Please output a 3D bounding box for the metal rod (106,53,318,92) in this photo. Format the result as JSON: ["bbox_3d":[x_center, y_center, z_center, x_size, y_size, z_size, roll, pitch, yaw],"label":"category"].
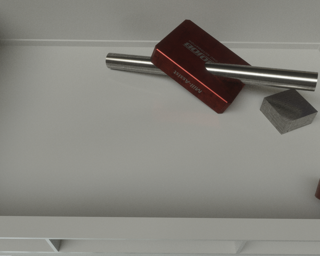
[{"bbox_3d":[0.060,-0.083,0.445,0.301,0.025,0.025,10,50,19],"label":"metal rod"}]

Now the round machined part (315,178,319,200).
[{"bbox_3d":[0.204,0.084,0.302,0.098,0.098,0.042,16,91,13],"label":"round machined part"}]

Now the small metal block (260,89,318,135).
[{"bbox_3d":[0.176,-0.024,0.428,0.050,0.025,0.050,-18,53,-15],"label":"small metal block"}]

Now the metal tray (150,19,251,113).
[{"bbox_3d":[0.063,-0.092,0.453,0.130,0.030,0.090,38,57,4],"label":"metal tray"}]
